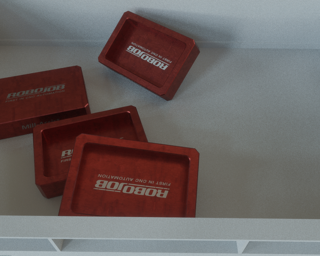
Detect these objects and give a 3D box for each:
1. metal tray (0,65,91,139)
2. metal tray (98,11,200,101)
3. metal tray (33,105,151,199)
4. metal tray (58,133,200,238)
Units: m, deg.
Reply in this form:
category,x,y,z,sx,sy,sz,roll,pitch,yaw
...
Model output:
category,x,y,z,sx,sy,sz,roll,pitch,yaw
metal tray,-0.169,-0.038,0.433,0.131,0.030,0.090,-12,51,-11
metal tray,-0.019,-0.109,0.462,0.130,0.030,0.090,31,92,23
metal tray,-0.083,0.025,0.379,0.131,0.030,0.090,-13,51,-11
metal tray,-0.028,0.060,0.323,0.131,0.030,0.090,8,68,-3
